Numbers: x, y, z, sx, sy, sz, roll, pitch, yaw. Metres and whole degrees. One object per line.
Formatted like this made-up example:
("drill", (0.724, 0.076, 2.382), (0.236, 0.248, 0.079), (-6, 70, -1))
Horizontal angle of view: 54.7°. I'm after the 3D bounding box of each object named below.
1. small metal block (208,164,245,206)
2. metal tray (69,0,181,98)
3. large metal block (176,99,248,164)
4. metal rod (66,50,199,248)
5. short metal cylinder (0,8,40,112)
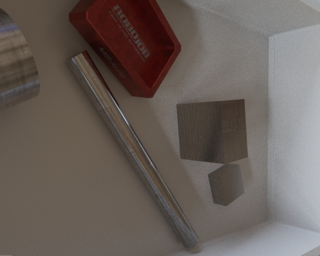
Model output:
("small metal block", (0.108, 0.090, 0.500), (0.050, 0.025, 0.050), (-22, 104, -38))
("metal tray", (-0.031, -0.108, 0.358), (0.130, 0.030, 0.090), (51, 60, -44))
("large metal block", (0.072, 0.003, 0.433), (0.050, 0.080, 0.079), (-8, 96, -40))
("metal rod", (-0.023, 0.042, 0.389), (0.025, 0.025, 0.299), (-44, 117, -31))
("short metal cylinder", (-0.143, -0.052, 0.251), (0.050, 0.080, 0.080), (-33, 111, -36))
